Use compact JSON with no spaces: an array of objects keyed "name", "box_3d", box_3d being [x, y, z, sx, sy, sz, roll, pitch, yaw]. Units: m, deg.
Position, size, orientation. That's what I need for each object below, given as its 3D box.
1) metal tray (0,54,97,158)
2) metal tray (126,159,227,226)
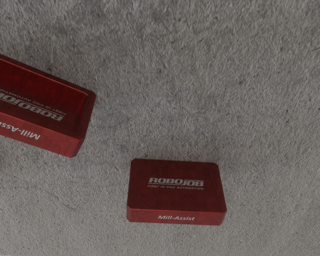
[{"name":"metal tray","box_3d":[-0.142,-0.027,0.339,0.131,0.090,0.030,22,127,-18]},{"name":"metal tray","box_3d":[0.021,0.089,0.440,0.131,0.090,0.030,4,130,-3]}]
